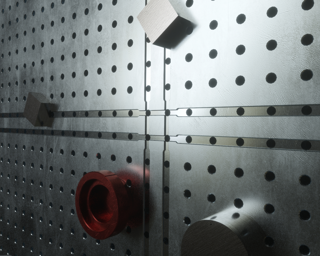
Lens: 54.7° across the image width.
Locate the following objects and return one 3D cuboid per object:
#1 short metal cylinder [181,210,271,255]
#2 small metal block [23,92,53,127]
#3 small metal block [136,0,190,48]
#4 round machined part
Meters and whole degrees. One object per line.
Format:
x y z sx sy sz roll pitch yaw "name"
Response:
0.070 0.134 0.334 0.080 0.050 0.079 0 90 39 "short metal cylinder"
-0.237 -0.036 0.602 0.050 0.025 0.050 34 111 34 "small metal block"
0.003 -0.143 0.405 0.050 0.025 0.050 -41 66 32 "small metal block"
-0.079 0.111 0.461 0.098 0.042 0.097 0 90 39 "round machined part"
